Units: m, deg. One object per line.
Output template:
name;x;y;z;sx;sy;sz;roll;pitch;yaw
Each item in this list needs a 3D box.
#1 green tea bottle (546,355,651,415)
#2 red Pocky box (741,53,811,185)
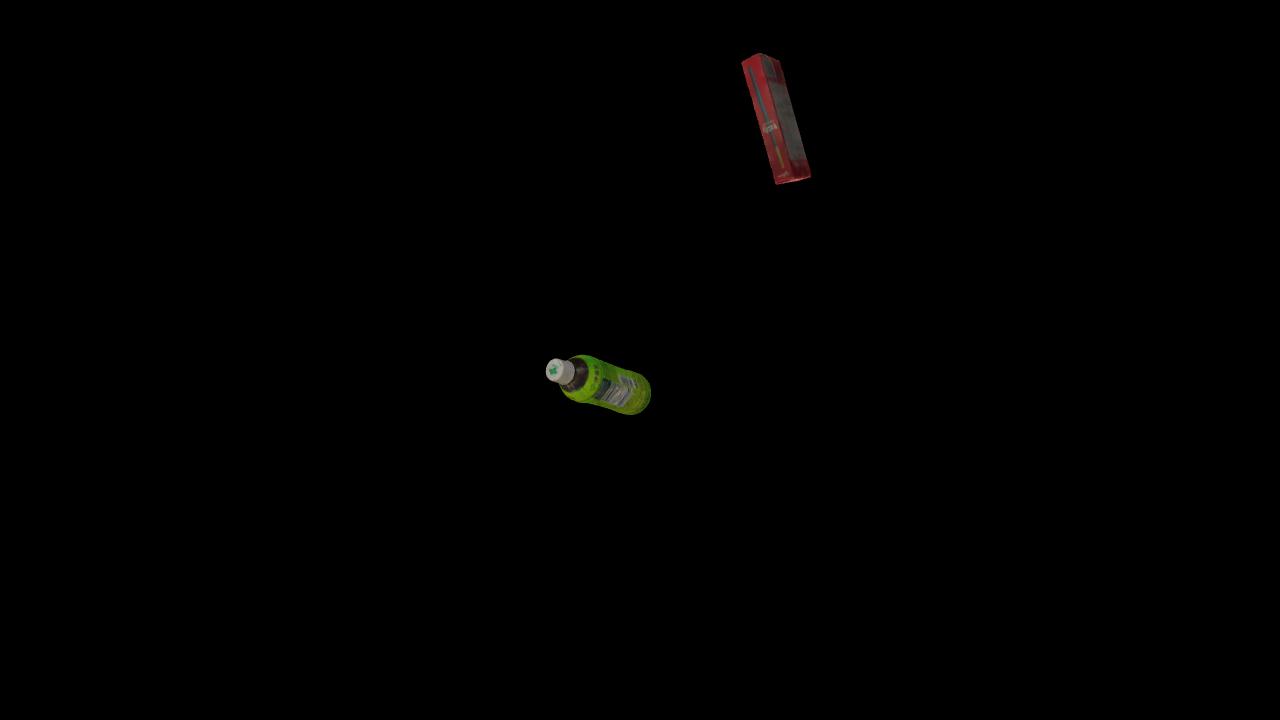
green tea bottle;-0.060;0.033;0.894;0.073;0.073;0.212;0;-13;28
red Pocky box;0.173;-0.301;0.776;0.028;0.155;0.083;-13;9;32
